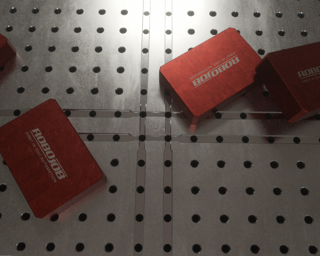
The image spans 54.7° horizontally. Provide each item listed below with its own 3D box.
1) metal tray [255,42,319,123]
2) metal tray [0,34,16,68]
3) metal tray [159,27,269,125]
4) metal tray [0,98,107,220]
[{"bbox_3d":[0.204,-0.066,0.416,0.131,0.030,0.090,-17,70,-25],"label":"metal tray"},{"bbox_3d":[-0.292,-0.121,0.449,0.130,0.030,0.090,34,73,11],"label":"metal tray"},{"bbox_3d":[0.076,-0.075,0.438,0.131,0.030,0.090,-32,73,-11],"label":"metal tray"},{"bbox_3d":[-0.140,0.037,0.394,0.090,0.030,0.130,-33,74,-12],"label":"metal tray"}]
